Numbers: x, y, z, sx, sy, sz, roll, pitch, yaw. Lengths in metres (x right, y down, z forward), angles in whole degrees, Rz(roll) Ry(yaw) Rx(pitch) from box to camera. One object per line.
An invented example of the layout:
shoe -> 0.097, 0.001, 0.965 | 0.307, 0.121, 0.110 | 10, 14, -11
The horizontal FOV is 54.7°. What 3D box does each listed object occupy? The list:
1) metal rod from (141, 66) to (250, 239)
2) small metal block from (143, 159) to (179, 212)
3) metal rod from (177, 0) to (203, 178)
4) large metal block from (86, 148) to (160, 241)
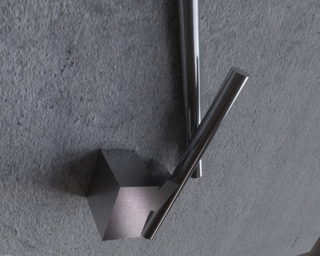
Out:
metal rod -> 0.038, 0.052, 0.435 | 0.025, 0.025, 0.298 | 7, 123, -32
small metal block -> -0.008, 0.080, 0.438 | 0.025, 0.050, 0.050 | 32, 100, -38
metal rod -> 0.041, -0.053, 0.397 | 0.025, 0.025, 0.298 | -19, 126, -18
large metal block -> -0.051, 0.082, 0.395 | 0.050, 0.080, 0.079 | 6, 116, -31
